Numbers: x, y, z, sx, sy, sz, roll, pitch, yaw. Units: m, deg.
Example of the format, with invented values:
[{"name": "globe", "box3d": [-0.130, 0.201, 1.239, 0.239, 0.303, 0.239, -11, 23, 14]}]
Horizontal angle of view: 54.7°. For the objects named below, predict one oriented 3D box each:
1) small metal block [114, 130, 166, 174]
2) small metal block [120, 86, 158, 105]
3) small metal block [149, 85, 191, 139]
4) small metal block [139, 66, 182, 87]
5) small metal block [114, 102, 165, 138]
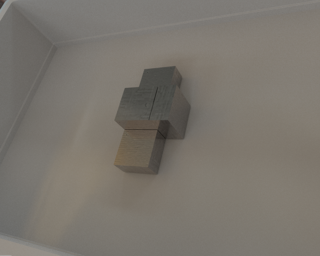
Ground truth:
[{"name": "small metal block", "box3d": [-0.026, 0.030, 0.398, 0.050, 0.025, 0.050, 0, 62, 28]}, {"name": "small metal block", "box3d": [-0.017, -0.031, 0.415, 0.050, 0.050, 0.025, 0, 62, 28]}, {"name": "small metal block", "box3d": [0.014, -0.019, 0.392, 0.025, 0.050, 0.050, 0, 62, 28]}, {"name": "small metal block", "box3d": [-0.001, -0.058, 0.440, 0.050, 0.025, 0.050, 0, 62, 28]}, {"name": "small metal block", "box3d": [-0.022, -0.009, 0.405, 0.050, 0.050, 0.025, 0, 62, 28]}]
